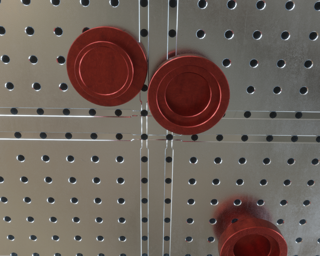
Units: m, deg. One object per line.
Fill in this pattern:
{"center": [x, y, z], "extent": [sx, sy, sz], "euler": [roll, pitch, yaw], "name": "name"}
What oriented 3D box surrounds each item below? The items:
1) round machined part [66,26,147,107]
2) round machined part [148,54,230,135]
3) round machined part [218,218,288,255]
{"center": [-0.065, -0.073, 0.377], "extent": [0.099, 0.042, 0.097], "euler": [0, 110, 0], "name": "round machined part"}
{"center": [0.034, -0.044, 0.388], "extent": [0.099, 0.042, 0.097], "euler": [0, 110, 0], "name": "round machined part"}
{"center": [0.137, 0.177, 0.470], "extent": [0.099, 0.042, 0.097], "euler": [0, 110, 0], "name": "round machined part"}
